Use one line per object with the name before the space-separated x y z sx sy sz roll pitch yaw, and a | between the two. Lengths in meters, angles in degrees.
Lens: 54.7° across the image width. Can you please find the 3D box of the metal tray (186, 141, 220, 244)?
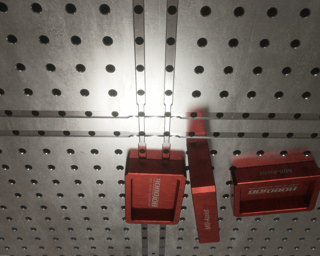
metal tray | 0.063 0.094 0.450 0.030 0.090 0.129 -7 130 6

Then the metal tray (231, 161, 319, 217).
metal tray | 0.182 0.100 0.496 0.131 0.030 0.089 -7 130 5

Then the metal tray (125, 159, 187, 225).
metal tray | -0.010 0.106 0.498 0.091 0.030 0.129 2 130 -3
